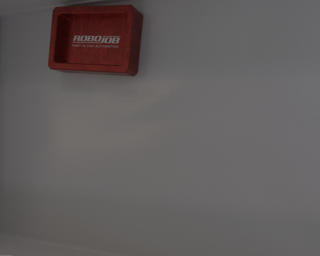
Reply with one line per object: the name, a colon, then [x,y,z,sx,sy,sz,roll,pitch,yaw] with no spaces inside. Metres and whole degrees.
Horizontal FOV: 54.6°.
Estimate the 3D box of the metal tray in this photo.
metal tray: [-0.093,-0.124,0.441,0.130,0.030,0.090,7,92,19]
